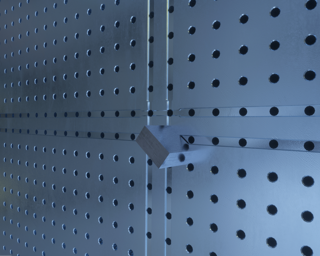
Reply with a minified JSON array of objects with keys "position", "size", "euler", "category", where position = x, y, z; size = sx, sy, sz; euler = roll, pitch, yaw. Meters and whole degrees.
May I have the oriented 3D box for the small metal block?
[{"position":[0.006,0.022,0.389],"size":[0.050,0.050,0.025],"euler":[47,118,29],"category":"small metal block"}]
